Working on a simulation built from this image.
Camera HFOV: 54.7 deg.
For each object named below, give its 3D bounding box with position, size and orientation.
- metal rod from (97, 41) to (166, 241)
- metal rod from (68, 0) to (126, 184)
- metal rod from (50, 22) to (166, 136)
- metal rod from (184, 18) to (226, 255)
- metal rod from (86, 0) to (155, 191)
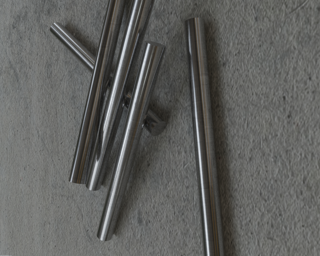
[{"bbox_3d":[-0.045,0.034,0.416,0.025,0.025,0.298,34,119,34],"label":"metal rod"},{"bbox_3d":[-0.085,-0.070,0.442,0.025,0.025,0.298,8,85,39],"label":"metal rod"},{"bbox_3d":[-0.094,-0.089,0.482,0.300,0.025,0.025,44,117,31],"label":"metal rod"},{"bbox_3d":[0.053,0.021,0.361,0.025,0.025,0.298,-7,85,40],"label":"metal rod"},{"bbox_3d":[-0.061,-0.032,0.423,0.025,0.025,0.298,40,124,32],"label":"metal rod"}]
